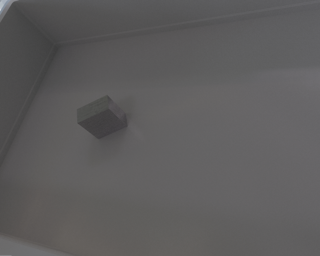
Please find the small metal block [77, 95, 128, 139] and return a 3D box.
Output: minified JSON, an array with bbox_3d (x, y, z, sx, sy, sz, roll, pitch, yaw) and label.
[{"bbox_3d":[-0.082,-0.014,0.443,0.050,0.050,0.025,-24,53,14],"label":"small metal block"}]
